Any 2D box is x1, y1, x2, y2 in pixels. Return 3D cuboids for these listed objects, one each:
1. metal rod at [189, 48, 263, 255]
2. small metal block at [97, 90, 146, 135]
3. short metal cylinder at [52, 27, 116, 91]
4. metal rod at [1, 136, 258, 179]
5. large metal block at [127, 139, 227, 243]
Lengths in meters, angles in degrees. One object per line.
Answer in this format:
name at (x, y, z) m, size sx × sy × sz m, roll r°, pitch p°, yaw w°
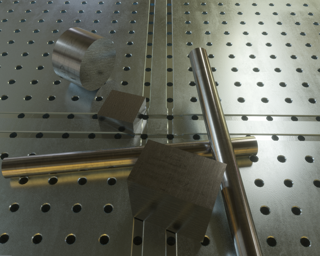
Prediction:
metal rod at (0.072, 0.025, 0.356) m, size 0.025 × 0.025 × 0.299 m, roll -6°, pitch 60°, yaw -5°
small metal block at (-0.051, -0.022, 0.426) m, size 0.050 × 0.025 × 0.050 m, roll 13°, pitch 51°, yaw 11°
short metal cylinder at (-0.110, -0.101, 0.456) m, size 0.050 × 0.080 × 0.080 m, roll 25°, pitch 55°, yaw 19°
metal rod at (-0.032, 0.035, 0.377) m, size 0.302 × 0.025 × 0.025 m, roll -5°, pitch 50°, yaw -4°
large metal block at (0.016, 0.066, 0.317) m, size 0.080 × 0.080 × 0.050 m, roll 17°, pitch 52°, yaw 14°
